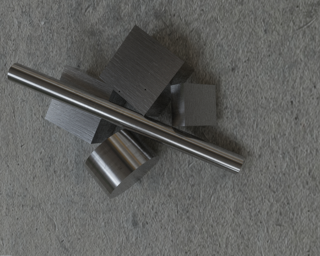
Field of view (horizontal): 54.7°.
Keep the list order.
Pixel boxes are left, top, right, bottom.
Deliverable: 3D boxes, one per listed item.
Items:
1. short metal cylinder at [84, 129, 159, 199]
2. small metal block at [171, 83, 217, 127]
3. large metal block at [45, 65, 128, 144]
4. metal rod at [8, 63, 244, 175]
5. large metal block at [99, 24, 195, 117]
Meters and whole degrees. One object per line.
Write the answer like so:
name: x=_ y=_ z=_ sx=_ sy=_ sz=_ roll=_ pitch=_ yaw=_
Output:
short metal cylinder: x=-0.048 y=0.045 z=0.397 sx=0.080 sy=0.080 sz=0.050 roll=-46 pitch=76 yaw=14
small metal block: x=0.042 y=-0.027 z=0.380 sx=0.025 sy=0.050 sz=0.050 roll=-2 pitch=89 yaw=56
large metal block: x=-0.100 y=-0.032 z=0.432 sx=0.080 sy=0.050 sz=0.080 roll=26 pitch=99 yaw=18
metal rod: x=-0.043 y=-0.012 z=0.381 sx=0.301 sy=0.025 sz=0.025 roll=22 pitch=98 yaw=2
large metal block: x=-0.016 y=-0.071 z=0.400 sx=0.080 sy=0.050 sz=0.080 roll=41 pitch=103 yaw=15
